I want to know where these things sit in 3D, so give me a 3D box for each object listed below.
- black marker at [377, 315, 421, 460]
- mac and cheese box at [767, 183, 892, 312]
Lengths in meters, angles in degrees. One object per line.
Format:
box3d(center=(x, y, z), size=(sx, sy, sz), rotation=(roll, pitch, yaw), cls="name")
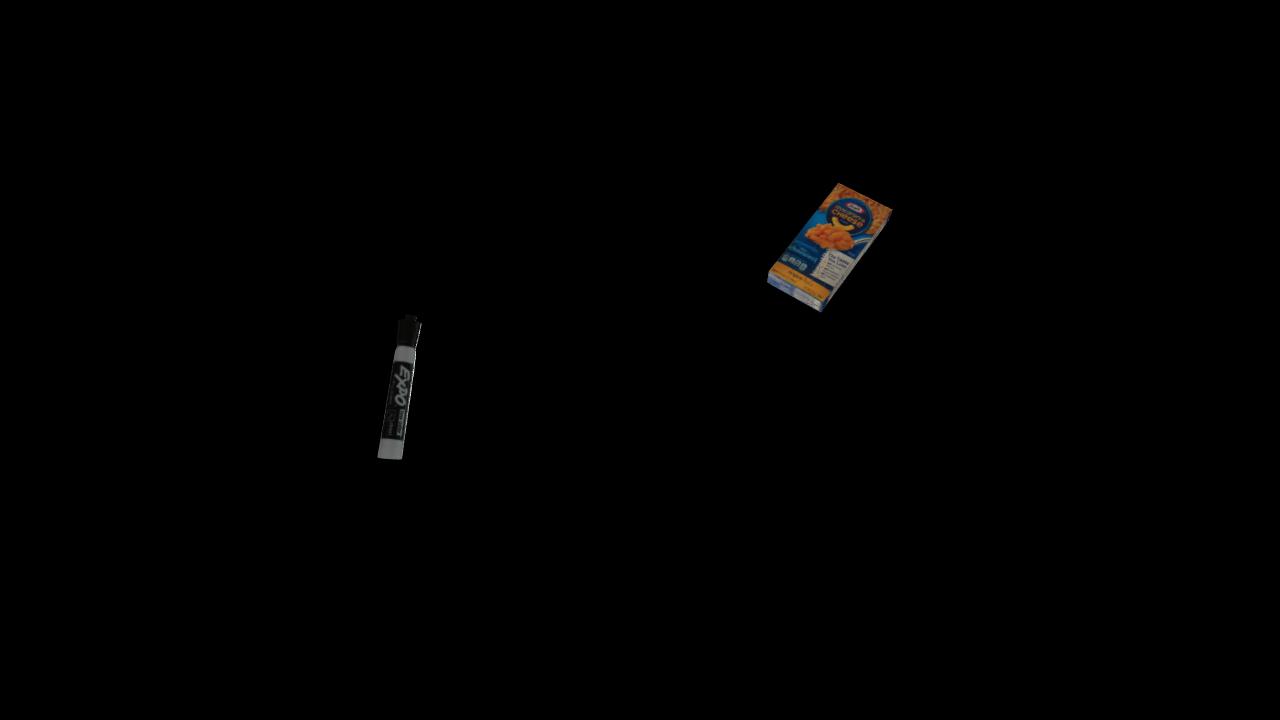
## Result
box3d(center=(-0.199, 0.021, 0.510), size=(0.020, 0.121, 0.020), rotation=(4, -12, 1), cls="black marker")
box3d(center=(0.276, -0.166, 0.896), size=(0.093, 0.184, 0.041), rotation=(33, -14, 21), cls="mac and cheese box")
